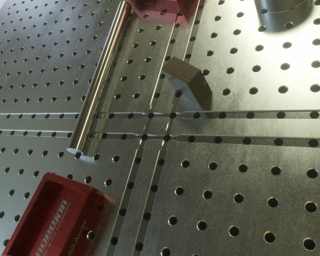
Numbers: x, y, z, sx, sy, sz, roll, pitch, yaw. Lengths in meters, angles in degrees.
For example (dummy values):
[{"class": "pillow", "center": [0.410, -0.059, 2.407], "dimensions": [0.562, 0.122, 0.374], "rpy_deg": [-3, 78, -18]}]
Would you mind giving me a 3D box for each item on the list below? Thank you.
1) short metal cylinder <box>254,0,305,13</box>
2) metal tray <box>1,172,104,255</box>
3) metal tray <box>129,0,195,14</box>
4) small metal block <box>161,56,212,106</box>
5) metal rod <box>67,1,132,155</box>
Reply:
[{"class": "short metal cylinder", "center": [0.168, -0.210, 0.433], "dimensions": [0.080, 0.050, 0.080], "rpy_deg": [-13, 56, 21]}, {"class": "metal tray", "center": [-0.139, 0.129, 0.398], "dimensions": [0.090, 0.030, 0.130], "rpy_deg": [9, 66, 32]}, {"class": "metal tray", "center": [0.012, -0.254, 0.555], "dimensions": [0.130, 0.030, 0.090], "rpy_deg": [23, 74, 36]}, {"class": "small metal block", "center": [0.036, -0.062, 0.412], "dimensions": [0.025, 0.050, 0.050], "rpy_deg": [-49, 51, -5]}, {"class": "metal rod", "center": [-0.094, -0.097, 0.517], "dimensions": [0.025, 0.025, 0.300], "rpy_deg": [-2, 61, 27]}]
